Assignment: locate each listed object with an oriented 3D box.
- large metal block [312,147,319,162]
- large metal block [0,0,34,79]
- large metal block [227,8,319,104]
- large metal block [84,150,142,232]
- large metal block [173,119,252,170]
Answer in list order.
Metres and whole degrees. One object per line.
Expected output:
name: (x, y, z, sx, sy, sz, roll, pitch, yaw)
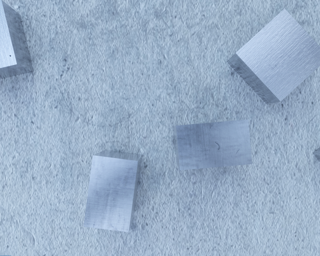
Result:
large metal block: (0.265, 0.043, 0.399, 0.080, 0.050, 0.080, -36, 90, 0)
large metal block: (-0.220, -0.106, 0.396, 0.080, 0.050, 0.080, -13, 90, 0)
large metal block: (0.148, -0.088, 0.398, 0.080, 0.050, 0.080, -43, 90, 0)
large metal block: (-0.054, 0.072, 0.382, 0.050, 0.080, 0.080, 7, 90, 0)
large metal block: (0.060, 0.018, 0.383, 0.080, 0.080, 0.050, -5, 90, 0)
